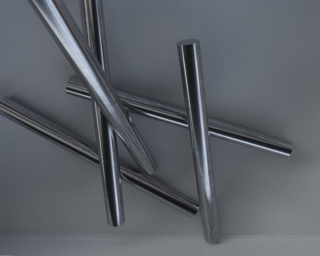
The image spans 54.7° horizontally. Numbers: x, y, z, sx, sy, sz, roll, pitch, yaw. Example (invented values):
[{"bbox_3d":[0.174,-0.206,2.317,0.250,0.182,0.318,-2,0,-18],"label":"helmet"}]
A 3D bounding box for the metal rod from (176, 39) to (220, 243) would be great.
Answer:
[{"bbox_3d":[0.055,0.037,0.403,0.025,0.025,0.298,-9,118,3],"label":"metal rod"}]

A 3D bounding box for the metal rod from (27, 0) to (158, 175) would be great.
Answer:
[{"bbox_3d":[-0.062,-0.040,0.329,0.025,0.025,0.299,-20,135,7],"label":"metal rod"}]

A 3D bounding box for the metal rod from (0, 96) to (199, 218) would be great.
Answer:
[{"bbox_3d":[-0.076,0.045,0.427,0.301,0.025,0.025,31,107,-11],"label":"metal rod"}]

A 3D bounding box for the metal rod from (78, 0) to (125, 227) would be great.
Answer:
[{"bbox_3d":[-0.068,-0.011,0.378,0.025,0.025,0.298,-3,110,1],"label":"metal rod"}]

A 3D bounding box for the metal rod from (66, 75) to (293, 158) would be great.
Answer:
[{"bbox_3d":[0.030,-0.013,0.406,0.302,0.025,0.025,16,109,-6],"label":"metal rod"}]
